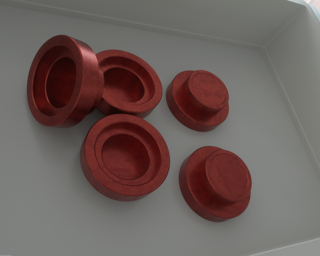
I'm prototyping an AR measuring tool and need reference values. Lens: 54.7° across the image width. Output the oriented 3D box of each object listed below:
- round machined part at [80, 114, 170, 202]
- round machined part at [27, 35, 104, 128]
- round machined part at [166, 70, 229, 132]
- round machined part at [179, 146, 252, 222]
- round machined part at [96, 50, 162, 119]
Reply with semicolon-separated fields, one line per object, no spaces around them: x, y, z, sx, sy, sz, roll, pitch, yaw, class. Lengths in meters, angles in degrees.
-0.042;0.036;0.352;0.099;0.042;0.098;14;56;-21;round machined part
-0.100;-0.048;0.341;0.042;0.098;0.098;8;55;-53;round machined part
0.062;-0.047;0.459;0.099;0.042;0.098;14;56;-21;round machined part
0.077;0.067;0.398;0.099;0.042;0.098;14;56;-21;round machined part
-0.050;-0.050;0.397;0.099;0.042;0.098;16;52;-21;round machined part
